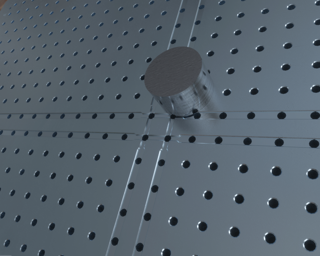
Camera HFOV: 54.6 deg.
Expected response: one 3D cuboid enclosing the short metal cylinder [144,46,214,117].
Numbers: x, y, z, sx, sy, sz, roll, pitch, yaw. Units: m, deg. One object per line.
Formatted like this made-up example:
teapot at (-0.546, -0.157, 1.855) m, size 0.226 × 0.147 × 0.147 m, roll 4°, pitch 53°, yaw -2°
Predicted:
short metal cylinder at (0.026, -0.062, 0.417) m, size 0.080 × 0.050 × 0.080 m, roll -13°, pitch 56°, yaw 21°
